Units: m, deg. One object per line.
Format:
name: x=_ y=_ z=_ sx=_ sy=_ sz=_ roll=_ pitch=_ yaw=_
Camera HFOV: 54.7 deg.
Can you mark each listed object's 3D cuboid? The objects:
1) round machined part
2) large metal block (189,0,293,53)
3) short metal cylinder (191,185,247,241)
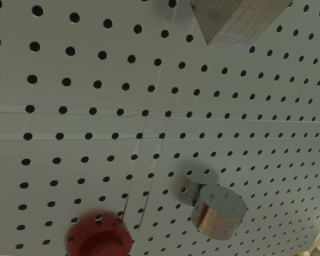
round machined part: x=-0.088 y=0.191 z=0.472 sx=0.099 sy=0.042 sz=0.097 roll=-14 pitch=125 yaw=-21
large metal block: x=0.078 y=-0.137 z=0.316 sx=0.050 sy=0.080 sz=0.080 roll=2 pitch=149 yaw=-30
short metal cylinder: x=0.098 y=0.139 z=0.518 sx=0.081 sy=0.080 sz=0.050 roll=3 pitch=117 yaw=-30
